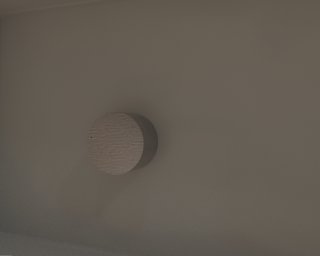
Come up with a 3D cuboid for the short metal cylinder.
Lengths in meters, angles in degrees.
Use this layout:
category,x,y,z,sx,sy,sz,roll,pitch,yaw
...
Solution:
category,x,y,z,sx,sy,sz,roll,pitch,yaw
short metal cylinder,-0.049,0.019,0.415,0.080,0.050,0.080,0,90,20
